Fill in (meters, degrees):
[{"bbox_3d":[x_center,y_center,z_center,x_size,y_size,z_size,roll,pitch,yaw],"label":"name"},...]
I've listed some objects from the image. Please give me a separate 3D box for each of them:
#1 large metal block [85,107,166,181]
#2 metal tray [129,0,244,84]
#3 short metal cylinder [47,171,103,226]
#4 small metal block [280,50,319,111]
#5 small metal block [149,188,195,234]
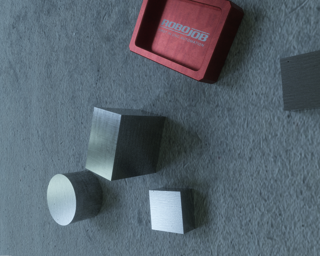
[{"bbox_3d":[-0.044,0.018,0.405,0.050,0.081,0.079,17,101,39],"label":"large metal block"},{"bbox_3d":[0.026,-0.118,0.380,0.130,0.030,0.089,32,110,35],"label":"metal tray"},{"bbox_3d":[-0.139,0.112,0.504,0.080,0.050,0.079,0,90,40],"label":"short metal cylinder"},{"bbox_3d":[0.143,-0.043,0.287,0.050,0.025,0.050,-6,86,39],"label":"small metal block"},{"bbox_3d":[0.015,0.103,0.393,0.050,0.025,0.050,-7,85,39],"label":"small metal block"}]
